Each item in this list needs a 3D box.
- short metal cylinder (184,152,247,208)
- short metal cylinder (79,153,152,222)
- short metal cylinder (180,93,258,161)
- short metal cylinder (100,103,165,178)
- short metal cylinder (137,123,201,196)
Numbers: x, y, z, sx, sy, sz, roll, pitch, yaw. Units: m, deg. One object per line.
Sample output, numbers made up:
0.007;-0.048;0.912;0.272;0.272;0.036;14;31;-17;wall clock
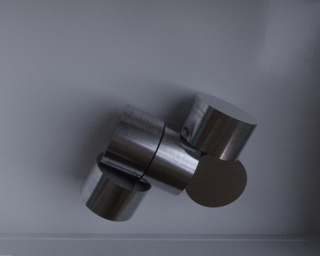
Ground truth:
0.071;0.059;0.419;0.081;0.050;0.079;0;110;-1;short metal cylinder
-0.057;0.075;0.407;0.080;0.080;0.050;28;108;-10;short metal cylinder
0.071;-0.003;0.380;0.080;0.080;0.050;22;109;-8;short metal cylinder
-0.034;0.016;0.386;0.050;0.080;0.080;24;108;-9;short metal cylinder
0.011;0.039;0.396;0.050;0.080;0.080;25;108;-9;short metal cylinder
